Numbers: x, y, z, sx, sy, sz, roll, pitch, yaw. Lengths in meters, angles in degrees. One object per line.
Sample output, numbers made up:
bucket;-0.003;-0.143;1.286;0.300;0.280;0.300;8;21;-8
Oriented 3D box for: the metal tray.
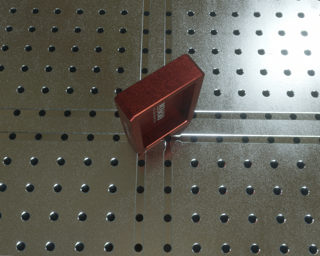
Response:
metal tray;0.000;-0.021;0.363;0.090;0.130;0.030;-33;74;-12
